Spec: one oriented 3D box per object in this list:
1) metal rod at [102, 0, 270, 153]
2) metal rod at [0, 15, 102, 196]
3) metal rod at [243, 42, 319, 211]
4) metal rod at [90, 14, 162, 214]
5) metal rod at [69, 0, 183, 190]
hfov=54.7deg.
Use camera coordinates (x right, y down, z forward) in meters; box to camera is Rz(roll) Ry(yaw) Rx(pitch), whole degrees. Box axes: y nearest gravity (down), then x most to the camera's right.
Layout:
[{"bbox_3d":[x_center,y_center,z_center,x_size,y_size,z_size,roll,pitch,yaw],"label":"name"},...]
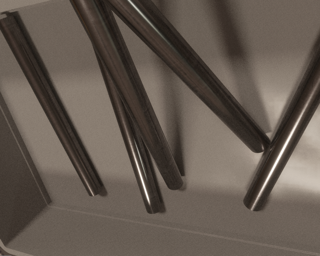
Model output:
[{"bbox_3d":[0.024,-0.053,0.266,0.025,0.025,0.301,-18,141,35],"label":"metal rod"},{"bbox_3d":[-0.161,-0.020,0.478,0.025,0.025,0.298,-8,115,31],"label":"metal rod"},{"bbox_3d":[0.146,-0.020,0.319,0.025,0.025,0.298,22,127,14],"label":"metal rod"},{"bbox_3d":[-0.044,-0.003,0.427,0.025,0.025,0.298,-1,118,28],"label":"metal rod"},{"bbox_3d":[-0.016,-0.010,0.333,0.025,0.025,0.299,8,147,24],"label":"metal rod"}]
